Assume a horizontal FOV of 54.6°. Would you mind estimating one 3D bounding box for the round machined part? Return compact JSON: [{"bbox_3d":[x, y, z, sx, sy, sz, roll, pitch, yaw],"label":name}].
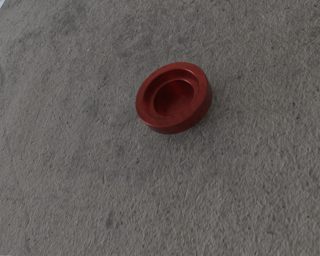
[{"bbox_3d":[0.021,-0.034,0.404,0.098,0.042,0.098,-13,56,21],"label":"round machined part"}]
